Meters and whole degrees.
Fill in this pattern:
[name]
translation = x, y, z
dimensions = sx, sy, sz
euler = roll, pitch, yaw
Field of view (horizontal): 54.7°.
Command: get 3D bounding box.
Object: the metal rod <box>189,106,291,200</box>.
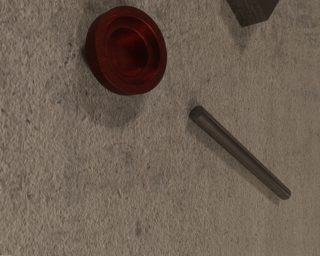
[metal rod]
translation = 0.151, 0.055, 0.534
dimensions = 0.301, 0.025, 0.025
euler = 38, 67, -34

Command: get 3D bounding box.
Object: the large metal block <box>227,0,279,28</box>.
[large metal block]
translation = 0.157, -0.232, 0.522
dimensions = 0.080, 0.050, 0.080
euler = 49, 61, -29

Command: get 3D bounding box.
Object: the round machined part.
[round machined part]
translation = -0.042, -0.086, 0.360
dimensions = 0.099, 0.042, 0.097
euler = 0, 90, -40
